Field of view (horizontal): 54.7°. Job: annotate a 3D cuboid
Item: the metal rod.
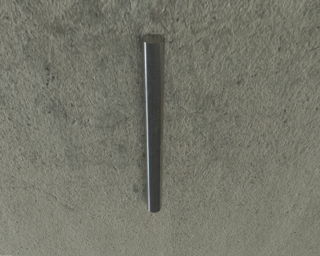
[{"bbox_3d":[-0.008,0.019,0.424,0.025,0.025,0.298,0,130,-1],"label":"metal rod"}]
